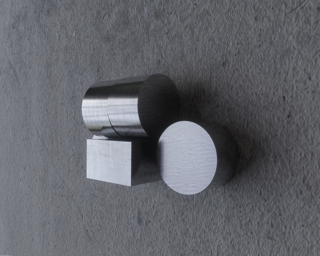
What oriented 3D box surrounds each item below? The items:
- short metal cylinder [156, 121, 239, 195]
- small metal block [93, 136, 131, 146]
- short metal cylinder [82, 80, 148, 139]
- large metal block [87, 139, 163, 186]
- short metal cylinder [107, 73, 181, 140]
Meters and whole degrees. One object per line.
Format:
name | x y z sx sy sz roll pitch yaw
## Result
short metal cylinder | 0.043 0.032 0.355 0.080 0.050 0.079 0 90 40
small metal block | -0.077 0.025 0.471 0.050 0.025 0.050 45 117 30
short metal cylinder | -0.057 -0.025 0.418 0.050 0.081 0.079 1 91 40
large metal block | -0.037 0.040 0.402 0.080 0.081 0.050 1 91 40
short metal cylinder | -0.018 -0.026 0.386 0.050 0.081 0.079 1 91 40
